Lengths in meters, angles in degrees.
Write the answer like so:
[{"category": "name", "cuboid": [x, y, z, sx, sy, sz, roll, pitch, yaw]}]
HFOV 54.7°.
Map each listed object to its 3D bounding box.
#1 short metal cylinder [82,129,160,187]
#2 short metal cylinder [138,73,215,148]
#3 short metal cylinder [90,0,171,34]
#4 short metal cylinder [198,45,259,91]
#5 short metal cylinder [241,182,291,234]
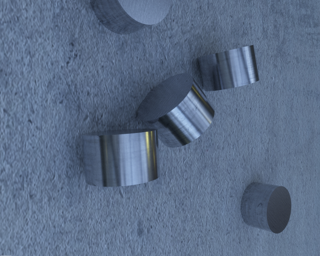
[{"category": "short metal cylinder", "cuboid": [-0.041, 0.029, 0.334, 0.081, 0.080, 0.050, -6, 94, -40]}, {"category": "short metal cylinder", "cuboid": [0.020, -0.022, 0.385, 0.050, 0.080, 0.080, 49, 61, -29]}, {"category": "short metal cylinder", "cuboid": [-0.034, -0.154, 0.359, 0.081, 0.050, 0.080, 0, 90, -40]}, {"category": "short metal cylinder", "cuboid": [0.100, -0.087, 0.452, 0.081, 0.080, 0.050, -22, 104, -38]}, {"category": "short metal cylinder", "cuboid": [0.188, 0.139, 0.546, 0.081, 0.050, 0.080, 0, 90, -40]}]
